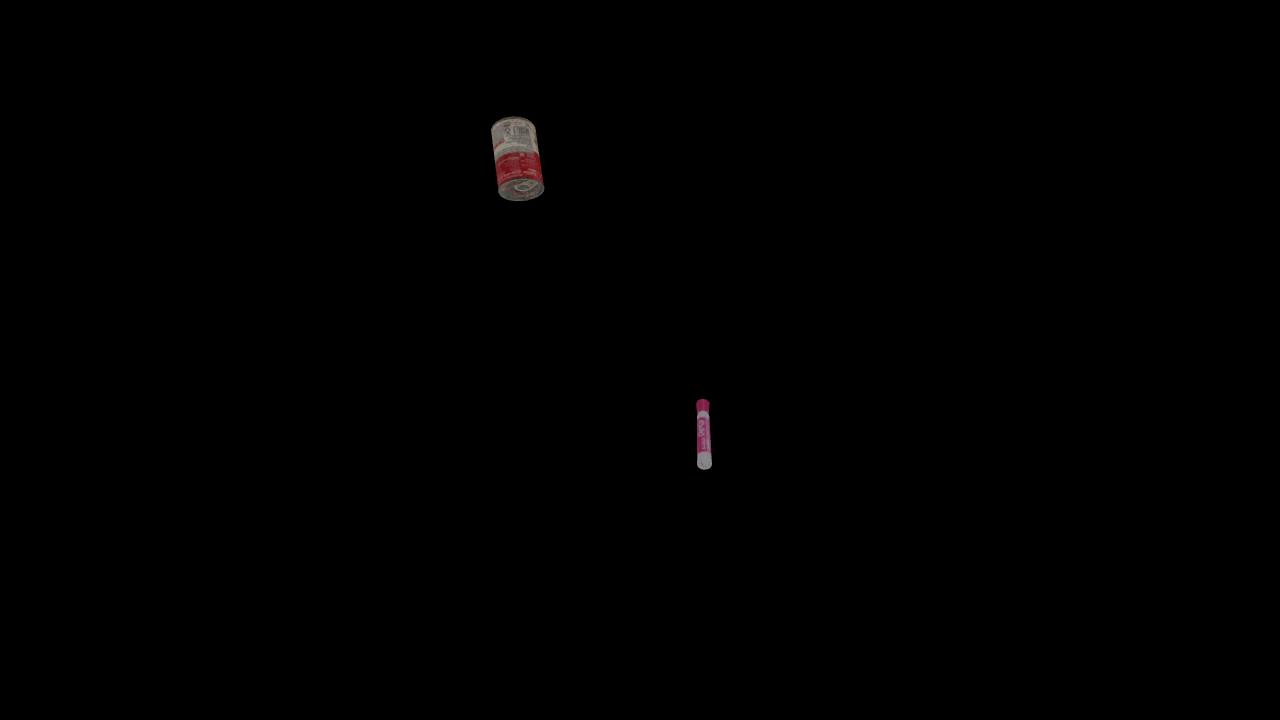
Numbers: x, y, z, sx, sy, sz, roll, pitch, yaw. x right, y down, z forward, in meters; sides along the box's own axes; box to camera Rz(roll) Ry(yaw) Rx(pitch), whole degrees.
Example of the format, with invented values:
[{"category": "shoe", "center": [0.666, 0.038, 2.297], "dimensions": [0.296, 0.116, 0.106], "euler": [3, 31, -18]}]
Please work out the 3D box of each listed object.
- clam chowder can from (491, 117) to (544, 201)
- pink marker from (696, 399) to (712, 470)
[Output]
[{"category": "clam chowder can", "center": [-0.182, -0.298, 0.913], "dimensions": [0.068, 0.102, 0.068], "euler": [-9, -10, -2]}, {"category": "pink marker", "center": [0.085, 0.096, 0.826], "dimensions": [0.020, 0.020, 0.121], "euler": [0, 39, 4]}]
